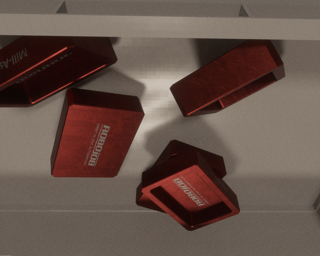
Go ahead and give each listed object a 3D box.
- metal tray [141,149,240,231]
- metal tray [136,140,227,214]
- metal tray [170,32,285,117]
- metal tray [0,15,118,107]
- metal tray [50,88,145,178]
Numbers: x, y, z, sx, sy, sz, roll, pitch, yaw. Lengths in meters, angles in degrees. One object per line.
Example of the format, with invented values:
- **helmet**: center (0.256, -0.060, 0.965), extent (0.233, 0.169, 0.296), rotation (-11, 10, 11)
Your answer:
- **metal tray**: center (0.046, 0.094, 0.446), extent (0.090, 0.030, 0.130), rotation (-28, 125, 21)
- **metal tray**: center (0.029, 0.083, 0.477), extent (0.091, 0.030, 0.129), rotation (20, 127, -17)
- **metal tray**: center (0.075, -0.047, 0.310), extent (0.090, 0.131, 0.030), rotation (-29, 83, 22)
- **metal tray**: center (-0.120, -0.060, 0.315), extent (0.130, 0.090, 0.030), rotation (-23, 86, 18)
- **metal tray**: center (-0.084, 0.013, 0.400), extent (0.091, 0.030, 0.129), rotation (5, 132, -26)
